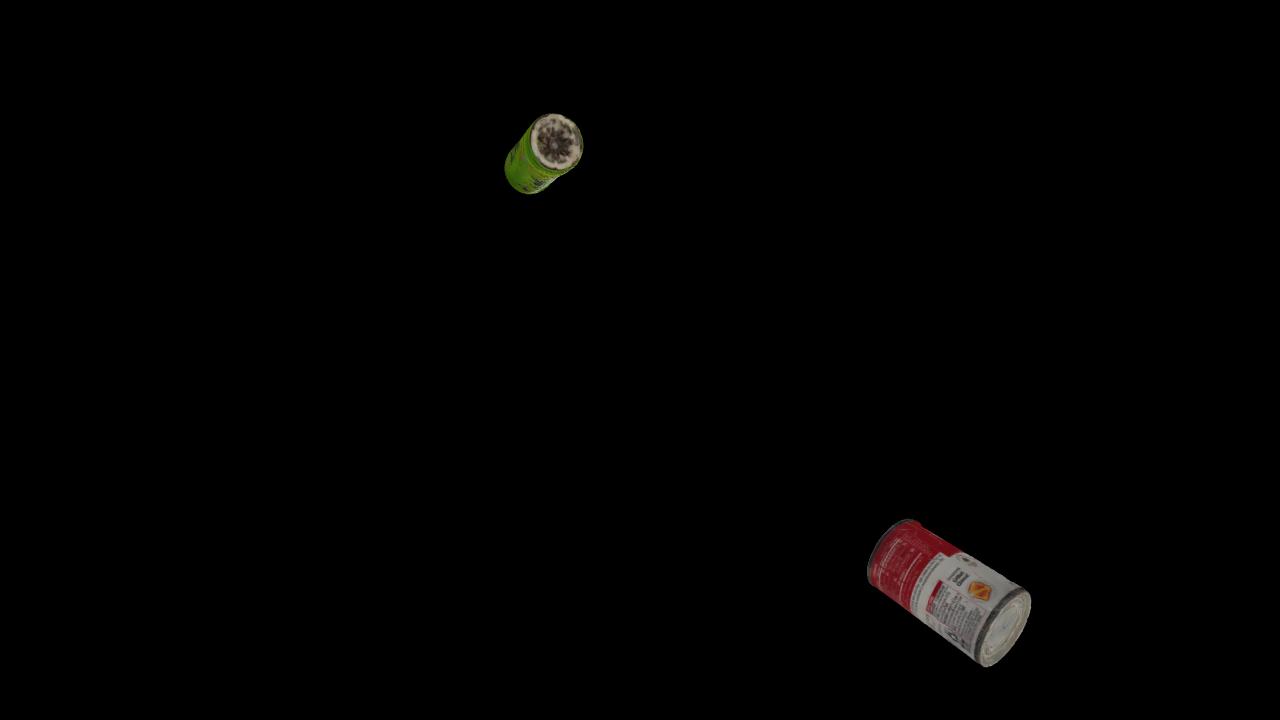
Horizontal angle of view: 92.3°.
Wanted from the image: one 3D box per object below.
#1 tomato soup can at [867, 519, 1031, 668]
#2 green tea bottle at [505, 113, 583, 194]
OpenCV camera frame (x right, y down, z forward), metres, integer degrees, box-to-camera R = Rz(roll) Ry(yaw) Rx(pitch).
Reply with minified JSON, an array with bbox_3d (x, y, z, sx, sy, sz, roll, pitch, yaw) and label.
[{"bbox_3d":[0.245,0.183,0.493,0.068,0.068,0.101,0,19,-33],"label":"tomato soup can"},{"bbox_3d":[-0.137,-0.263,0.818,0.073,0.073,0.212,0,3,-21],"label":"green tea bottle"}]
